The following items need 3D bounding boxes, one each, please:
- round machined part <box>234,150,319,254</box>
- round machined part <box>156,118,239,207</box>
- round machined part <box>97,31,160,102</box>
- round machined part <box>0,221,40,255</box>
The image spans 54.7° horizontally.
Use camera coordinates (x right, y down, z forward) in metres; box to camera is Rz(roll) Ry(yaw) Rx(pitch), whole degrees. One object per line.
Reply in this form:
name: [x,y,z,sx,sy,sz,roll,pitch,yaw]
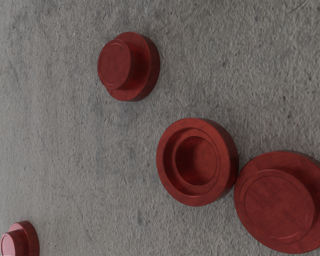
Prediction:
round machined part: [0.116,0.071,0.296,0.098,0.042,0.097,1,91,38]
round machined part: [0.046,0.037,0.356,0.098,0.042,0.097,0,90,40]
round machined part: [-0.051,-0.087,0.436,0.098,0.042,0.097,0,90,40]
round machined part: [-0.292,0.244,0.636,0.098,0.042,0.097,0,90,40]
